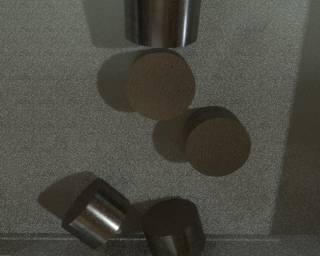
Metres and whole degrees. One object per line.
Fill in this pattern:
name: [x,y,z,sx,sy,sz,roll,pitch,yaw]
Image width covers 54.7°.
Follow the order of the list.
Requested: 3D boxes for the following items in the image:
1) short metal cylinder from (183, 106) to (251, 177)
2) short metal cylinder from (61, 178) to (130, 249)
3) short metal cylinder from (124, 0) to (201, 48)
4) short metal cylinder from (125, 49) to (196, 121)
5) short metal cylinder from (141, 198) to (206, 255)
short metal cylinder: [0.072,0.016,0.405,0.081,0.050,0.079,0,110,-1]
short metal cylinder: [-0.087,0.115,0.423,0.050,0.080,0.080,43,104,-14]
short metal cylinder: [0.002,-0.124,0.331,0.081,0.080,0.050,2,124,-1]
short metal cylinder: [0.000,-0.055,0.378,0.081,0.050,0.079,0,110,-1]
short metal cylinder: [0.019,0.144,0.435,0.080,0.080,0.050,-14,110,5]
